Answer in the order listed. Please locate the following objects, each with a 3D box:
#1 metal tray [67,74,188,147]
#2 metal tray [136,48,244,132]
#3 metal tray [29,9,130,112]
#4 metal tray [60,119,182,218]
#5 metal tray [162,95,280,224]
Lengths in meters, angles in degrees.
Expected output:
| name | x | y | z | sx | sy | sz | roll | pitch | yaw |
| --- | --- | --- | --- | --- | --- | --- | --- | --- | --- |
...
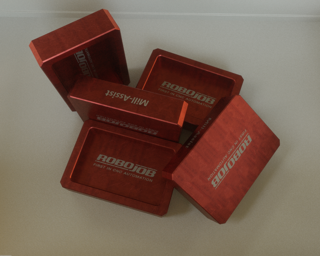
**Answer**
| name | x | y | z | sx | sy | sz | roll | pitch | yaw |
| --- | --- | --- | --- | --- | --- | --- | --- | --- | --- |
| metal tray | -0.036 | -0.017 | 0.378 | 0.131 | 0.090 | 0.030 | 15 | 71 | 5 |
| metal tray | 0.037 | -0.047 | 0.423 | 0.131 | 0.030 | 0.090 | 20 | 71 | 6 |
| metal tray | -0.088 | -0.075 | 0.377 | 0.090 | 0.130 | 0.030 | -29 | 73 | -10 |
| metal tray | -0.044 | 0.049 | 0.385 | 0.131 | 0.030 | 0.090 | 15 | 71 | 5 |
| metal tray | 0.076 | 0.036 | 0.372 | 0.090 | 0.030 | 0.130 | 45 | 74 | -15 |
